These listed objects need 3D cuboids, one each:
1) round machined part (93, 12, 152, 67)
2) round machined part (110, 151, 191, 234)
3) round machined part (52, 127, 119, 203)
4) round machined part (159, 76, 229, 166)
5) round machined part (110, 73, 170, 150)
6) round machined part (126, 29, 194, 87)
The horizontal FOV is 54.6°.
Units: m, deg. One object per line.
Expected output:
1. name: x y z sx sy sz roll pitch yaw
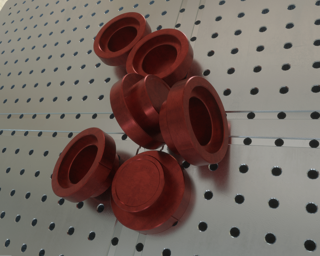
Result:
1. round machined part: -0.058 -0.141 0.516 0.098 0.042 0.098 -13 56 21
2. round machined part: -0.017 0.070 0.364 0.098 0.042 0.098 -13 56 21
3. round machined part: -0.092 0.051 0.405 0.098 0.042 0.098 -26 44 28
4. round machined part: 0.036 -0.006 0.349 0.042 0.098 0.098 -14 55 36
5. round machined part: -0.010 -0.026 0.379 0.042 0.098 0.098 -31 50 29
6. round machined part: 0.003 -0.095 0.455 0.098 0.042 0.098 -13 56 21
